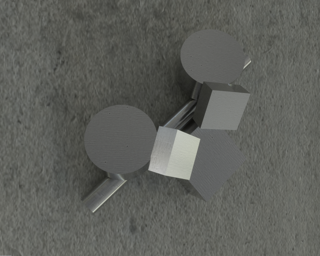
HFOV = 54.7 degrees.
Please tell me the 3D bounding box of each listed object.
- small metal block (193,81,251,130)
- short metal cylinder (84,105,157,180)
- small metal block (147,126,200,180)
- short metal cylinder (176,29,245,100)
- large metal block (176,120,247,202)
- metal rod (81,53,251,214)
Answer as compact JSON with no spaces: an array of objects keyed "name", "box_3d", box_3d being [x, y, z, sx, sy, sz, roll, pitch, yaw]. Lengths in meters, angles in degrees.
[{"name":"small metal block","box_3d":[0.073,-0.026,0.372,0.050,0.025,0.050,2,120,-20]},{"name":"short metal cylinder","box_3d":[-0.045,0.019,0.366,0.081,0.050,0.080,1,72,-4]},{"name":"small metal block","box_3d":[0.017,0.029,0.352,0.050,0.025,0.050,22,82,-51]},{"name":"short metal cylinder","box_3d":[0.064,-0.081,0.406,0.081,0.050,0.080,1,72,-4]},{"name":"large metal block","box_3d":[0.054,0.037,0.416,0.080,0.050,0.080,-43,104,-15]},{"name":"metal rod","box_3d":[0.018,-0.003,0.418,0.301,0.025,0.025,-43,104,-15]}]
